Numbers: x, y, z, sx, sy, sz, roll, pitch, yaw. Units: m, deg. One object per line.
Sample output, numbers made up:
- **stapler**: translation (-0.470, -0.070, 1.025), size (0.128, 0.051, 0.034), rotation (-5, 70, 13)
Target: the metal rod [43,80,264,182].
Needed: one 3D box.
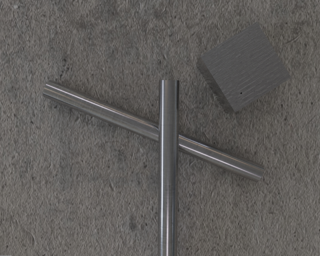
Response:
- **metal rod**: translation (-0.008, 0.004, 0.409), size (0.301, 0.025, 0.025), rotation (22, 90, 0)

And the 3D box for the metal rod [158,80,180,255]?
- **metal rod**: translation (0.010, 0.090, 0.393), size (0.025, 0.025, 0.298), rotation (0, 97, 0)

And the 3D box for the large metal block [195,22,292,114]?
- **large metal block**: translation (0.104, -0.074, 0.398), size (0.080, 0.050, 0.080), rotation (-32, 90, 0)
